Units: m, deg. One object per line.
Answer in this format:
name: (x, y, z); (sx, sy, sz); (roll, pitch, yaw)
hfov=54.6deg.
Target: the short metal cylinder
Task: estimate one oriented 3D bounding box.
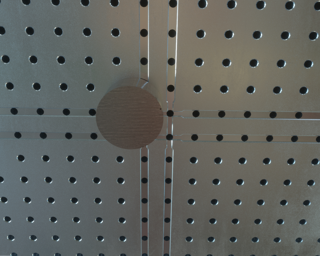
short metal cylinder: (-0.036, -0.020, 0.393); (0.080, 0.050, 0.079); (0, 110, 0)
